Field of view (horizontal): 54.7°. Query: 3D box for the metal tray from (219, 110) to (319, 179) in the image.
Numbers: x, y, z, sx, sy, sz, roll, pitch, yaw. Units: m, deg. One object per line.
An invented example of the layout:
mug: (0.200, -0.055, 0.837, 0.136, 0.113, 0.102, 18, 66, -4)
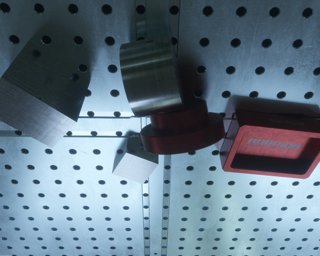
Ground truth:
metal tray: (0.159, 0.026, 0.431, 0.131, 0.030, 0.089, 6, 130, -6)

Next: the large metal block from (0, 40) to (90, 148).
large metal block: (-0.132, -0.038, 0.342, 0.080, 0.080, 0.050, 35, 122, -26)

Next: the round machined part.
round machined part: (0.024, -0.006, 0.366, 0.098, 0.098, 0.042, -10, 104, 8)

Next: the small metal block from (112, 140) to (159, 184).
small metal block: (-0.036, 0.051, 0.455, 0.050, 0.025, 0.050, 22, 127, -18)

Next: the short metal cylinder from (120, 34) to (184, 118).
short metal cylinder: (-0.006, -0.054, 0.329, 0.050, 0.080, 0.080, -10, 130, 8)
